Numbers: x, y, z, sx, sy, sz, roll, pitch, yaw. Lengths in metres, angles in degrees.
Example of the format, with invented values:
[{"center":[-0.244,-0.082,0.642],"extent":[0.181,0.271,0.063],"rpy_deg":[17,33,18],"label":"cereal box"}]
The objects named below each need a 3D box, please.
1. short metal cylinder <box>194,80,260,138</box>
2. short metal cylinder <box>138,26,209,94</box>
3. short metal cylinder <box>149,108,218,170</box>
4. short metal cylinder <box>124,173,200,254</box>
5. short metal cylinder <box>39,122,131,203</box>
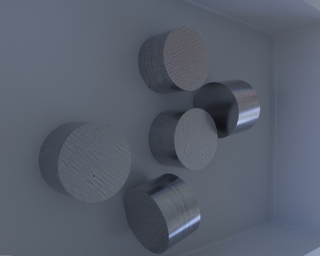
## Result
[{"center":[0.096,-0.029,0.451],"extent":[0.050,0.080,0.079],"rpy_deg":[-13,99,-39],"label":"short metal cylinder"},{"center":[0.019,-0.086,0.406],"extent":[0.081,0.050,0.080],"rpy_deg":[0,90,-40],"label":"short metal cylinder"},{"center":[0.032,0.014,0.417],"extent":[0.081,0.050,0.080],"rpy_deg":[0,90,-40],"label":"short metal cylinder"},{"center":[0.001,0.101,0.372],"extent":[0.050,0.080,0.079],"rpy_deg":[-18,102,-39],"label":"short metal cylinder"},{"center":[-0.078,0.034,0.325],"extent":[0.081,0.050,0.080],"rpy_deg":[0,90,-40],"label":"short metal cylinder"}]
